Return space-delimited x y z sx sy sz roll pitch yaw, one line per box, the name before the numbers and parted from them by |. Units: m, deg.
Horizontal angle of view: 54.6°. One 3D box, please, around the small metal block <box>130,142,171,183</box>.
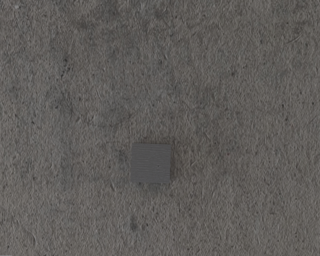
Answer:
small metal block | -0.012 0.045 0.410 0.050 0.025 0.050 2 90 0
